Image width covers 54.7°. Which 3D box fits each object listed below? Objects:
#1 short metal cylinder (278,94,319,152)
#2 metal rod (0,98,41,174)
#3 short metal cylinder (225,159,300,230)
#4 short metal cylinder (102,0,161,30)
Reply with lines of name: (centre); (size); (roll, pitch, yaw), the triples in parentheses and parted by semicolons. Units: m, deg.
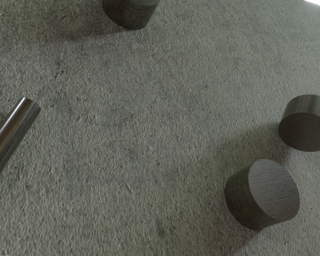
short metal cylinder: (0.240, -0.007, 0.502); (0.080, 0.080, 0.050); (39, 51, -2)
metal rod: (-0.180, 0.090, 0.251); (0.025, 0.025, 0.300); (27, 52, -12)
short metal cylinder: (0.133, 0.087, 0.406); (0.081, 0.050, 0.080); (14, 56, -21)
short metal cylinder: (-0.045, -0.203, 0.487); (0.081, 0.050, 0.080); (14, 56, -21)
